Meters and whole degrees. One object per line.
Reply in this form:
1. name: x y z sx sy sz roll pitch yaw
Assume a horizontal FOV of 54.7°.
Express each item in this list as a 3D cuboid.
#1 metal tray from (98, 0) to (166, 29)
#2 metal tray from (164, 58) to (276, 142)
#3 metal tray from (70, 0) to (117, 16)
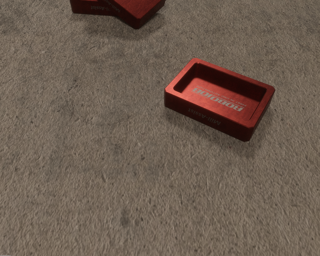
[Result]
1. metal tray: -0.064 -0.255 0.577 0.130 0.030 0.090 39 66 3
2. metal tray: 0.083 -0.044 0.438 0.130 0.030 0.090 26 54 19
3. metal tray: -0.103 -0.262 0.618 0.131 0.030 0.090 5 50 4
